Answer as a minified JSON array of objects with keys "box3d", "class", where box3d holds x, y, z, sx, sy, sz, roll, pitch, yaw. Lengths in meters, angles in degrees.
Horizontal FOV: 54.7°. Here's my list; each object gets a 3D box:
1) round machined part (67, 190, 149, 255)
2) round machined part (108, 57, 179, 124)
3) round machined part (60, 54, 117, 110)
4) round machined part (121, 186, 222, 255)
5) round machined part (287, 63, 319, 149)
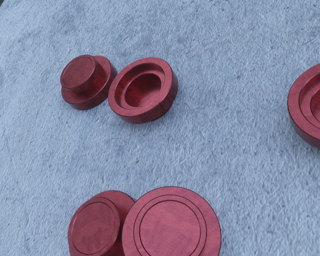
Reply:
[{"box3d":[-0.065,0.118,0.355,0.098,0.042,0.098,-13,56,21],"class":"round machined part"},{"box3d":[-0.019,-0.047,0.432,0.098,0.042,0.098,-13,56,21],"class":"round machined part"},{"box3d":[-0.123,-0.081,0.508,0.098,0.042,0.098,-13,56,21],"class":"round machined part"},{"box3d":[0.011,0.104,0.304,0.099,0.042,0.098,-2,62,3],"class":"round machined part"},{"box3d":[0.182,-0.018,0.309,0.098,0.042,0.098,-13,56,21],"class":"round machined part"}]
